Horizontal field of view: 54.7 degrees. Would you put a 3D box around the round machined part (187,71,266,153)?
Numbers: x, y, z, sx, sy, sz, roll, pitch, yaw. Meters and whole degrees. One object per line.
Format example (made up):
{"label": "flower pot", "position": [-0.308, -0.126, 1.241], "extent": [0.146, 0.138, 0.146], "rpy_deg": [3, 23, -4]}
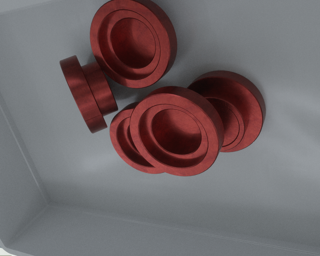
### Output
{"label": "round machined part", "position": [0.067, -0.012, 0.354], "extent": [0.098, 0.042, 0.097], "rpy_deg": [13, 124, 20]}

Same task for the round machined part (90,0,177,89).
{"label": "round machined part", "position": [-0.026, -0.098, 0.350], "extent": [0.098, 0.042, 0.097], "rpy_deg": [13, 124, 20]}

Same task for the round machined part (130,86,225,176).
{"label": "round machined part", "position": [0.021, 0.000, 0.331], "extent": [0.098, 0.042, 0.097], "rpy_deg": [13, 124, 20]}

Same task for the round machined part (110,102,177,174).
{"label": "round machined part", "position": [-0.013, 0.009, 0.409], "extent": [0.098, 0.042, 0.097], "rpy_deg": [13, 124, 20]}

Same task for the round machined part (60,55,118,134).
{"label": "round machined part", "position": [-0.085, -0.045, 0.390], "extent": [0.042, 0.098, 0.097], "rpy_deg": [-24, 112, -9]}
